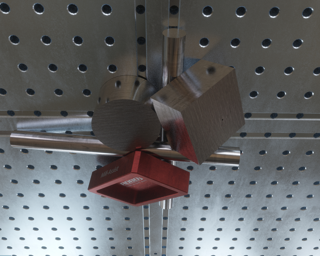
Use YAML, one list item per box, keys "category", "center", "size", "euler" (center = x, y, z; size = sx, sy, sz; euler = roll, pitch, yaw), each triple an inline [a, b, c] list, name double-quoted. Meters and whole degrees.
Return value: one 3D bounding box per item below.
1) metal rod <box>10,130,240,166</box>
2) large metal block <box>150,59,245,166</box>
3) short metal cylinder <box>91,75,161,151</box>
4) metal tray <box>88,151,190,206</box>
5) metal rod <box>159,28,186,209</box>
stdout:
- category: "metal rod"
  center: [-0.049, 0.026, 0.411]
  size: [0.302, 0.025, 0.025]
  euler: [4, 130, 5]
- category: "large metal block"
  center: [0.046, -0.019, 0.353]
  size: [0.080, 0.050, 0.080]
  euler: [-39, 131, -20]
- category: "short metal cylinder"
  center: [-0.039, -0.017, 0.380]
  size: [0.081, 0.050, 0.079]
  euler: [0, 130, 0]
- category: "metal tray"
  center: [-0.033, 0.077, 0.440]
  size: [0.090, 0.030, 0.130]
  euler: [27, 146, -28]
- category: "metal rod"
  center: [0.013, 0.013, 0.423]
  size: [0.025, 0.025, 0.298]
  euler: [0, 131, -1]
